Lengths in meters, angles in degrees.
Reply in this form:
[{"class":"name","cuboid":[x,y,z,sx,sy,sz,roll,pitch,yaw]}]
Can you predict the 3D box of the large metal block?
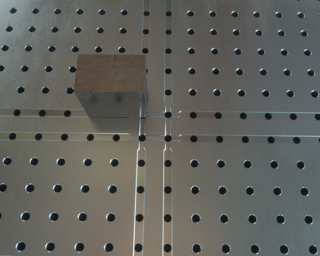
[{"class":"large metal block","cuboid":[-0.058,-0.052,0.401,0.081,0.080,0.050,1,70,0]}]
